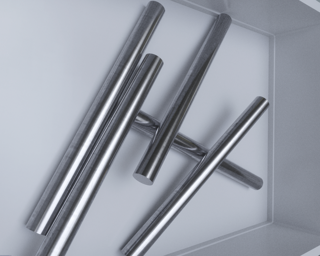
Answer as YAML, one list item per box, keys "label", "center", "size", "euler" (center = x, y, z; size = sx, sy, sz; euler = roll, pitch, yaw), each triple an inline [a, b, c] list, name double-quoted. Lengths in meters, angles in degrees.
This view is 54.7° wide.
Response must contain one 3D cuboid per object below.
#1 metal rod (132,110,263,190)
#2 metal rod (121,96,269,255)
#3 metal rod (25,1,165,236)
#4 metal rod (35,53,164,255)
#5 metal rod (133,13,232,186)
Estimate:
- label: "metal rod"
  center: [0.068, 0.041, 0.465]
  size: [0.301, 0.025, 0.025]
  euler: [29, 72, -37]
- label: "metal rod"
  center: [0.061, 0.059, 0.431]
  size: [0.301, 0.025, 0.025]
  euler: [-45, 118, -21]
- label: "metal rod"
  center: [-0.063, -0.027, 0.355]
  size: [0.025, 0.025, 0.300]
  euler: [38, 67, -34]
- label: "metal rod"
  center: [-0.067, 0.043, 0.325]
  size: [0.025, 0.025, 0.300]
  euler: [40, 64, -33]
- label: "metal rod"
  center: [0.042, -0.057, 0.421]
  size: [0.025, 0.025, 0.300]
  euler: [47, 55, -30]
